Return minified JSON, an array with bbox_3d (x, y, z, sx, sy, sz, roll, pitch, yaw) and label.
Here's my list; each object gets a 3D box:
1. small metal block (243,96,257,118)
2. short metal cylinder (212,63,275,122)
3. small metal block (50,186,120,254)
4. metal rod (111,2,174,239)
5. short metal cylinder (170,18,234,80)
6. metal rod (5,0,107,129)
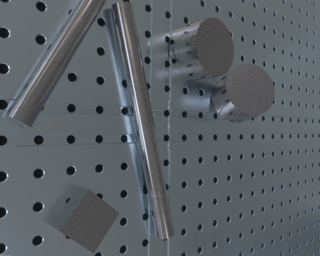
[{"bbox_3d":[0.150,-0.051,0.535,0.050,0.025,0.050,34,69,-35],"label":"small metal block"},{"bbox_3d":[0.128,-0.053,0.479,0.081,0.050,0.080,3,77,-14],"label":"short metal cylinder"},{"bbox_3d":[-0.081,0.100,0.341,0.050,0.025,0.050,48,61,-29],"label":"small metal block"},{"bbox_3d":[-0.019,-0.002,0.392,0.025,0.025,0.298,-17,101,-39],"label":"metal rod"},{"bbox_3d":[0.061,-0.111,0.443,0.081,0.050,0.079,0,90,-40],"label":"short metal cylinder"},{"bbox_3d":[-0.078,-0.135,0.343,0.025,0.025,0.300,37,67,-34],"label":"metal rod"}]
